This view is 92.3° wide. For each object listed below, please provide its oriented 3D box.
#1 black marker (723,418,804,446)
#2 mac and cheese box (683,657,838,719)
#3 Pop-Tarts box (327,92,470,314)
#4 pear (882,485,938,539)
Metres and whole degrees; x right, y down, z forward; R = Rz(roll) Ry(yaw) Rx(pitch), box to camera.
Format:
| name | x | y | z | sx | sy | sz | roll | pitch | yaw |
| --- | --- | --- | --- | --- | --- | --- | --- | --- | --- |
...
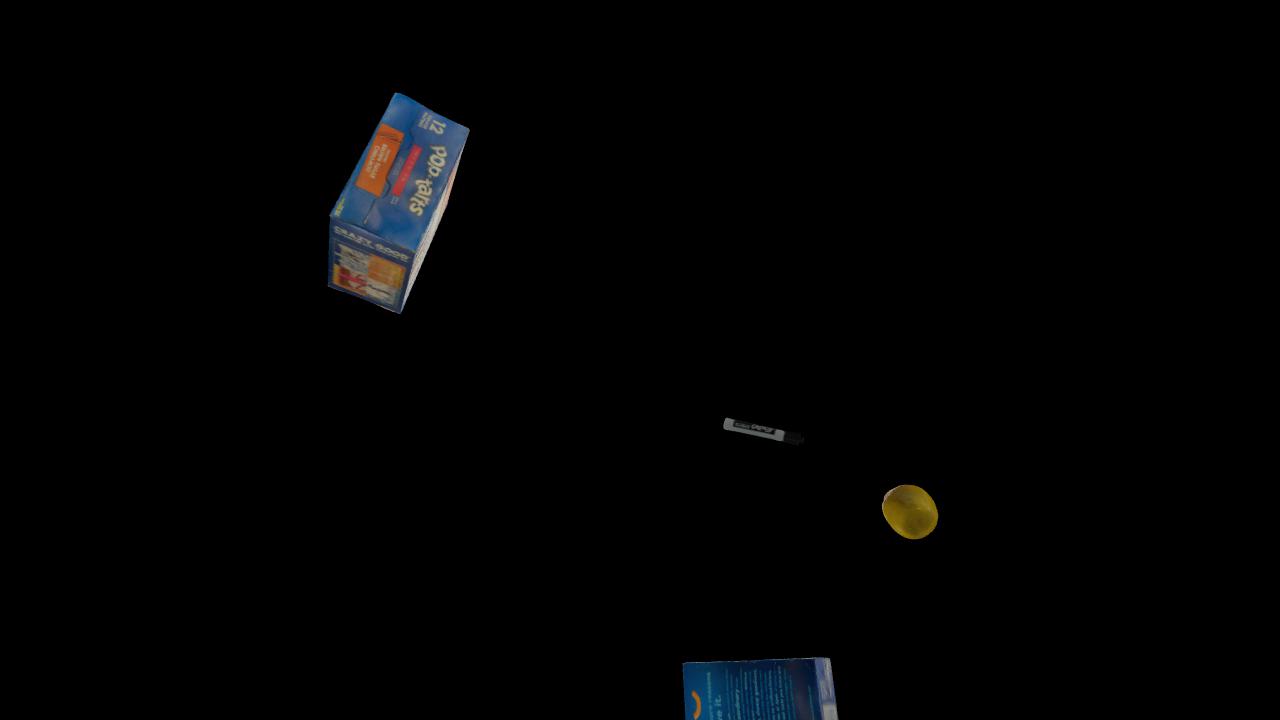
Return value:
| name | x | y | z | sx | sy | sz | roll | pitch | yaw |
| --- | --- | --- | --- | --- | --- | --- | --- | --- | --- |
| black marker | 0.187 | 0.109 | 0.933 | 0.121 | 0.020 | 0.020 | 11 | 4 | 21 |
| mac and cheese box | 0.132 | 0.392 | 0.701 | 0.184 | 0.093 | 0.041 | -23 | -32 | 37 |
| Pop-Tarts box | -0.255 | -0.160 | 0.647 | 0.083 | 0.167 | 0.141 | 21 | -29 | -19 |
| pear | 0.401 | 0.219 | 0.938 | 0.080 | 0.080 | 0.111 | 0 | 17 | -6 |
